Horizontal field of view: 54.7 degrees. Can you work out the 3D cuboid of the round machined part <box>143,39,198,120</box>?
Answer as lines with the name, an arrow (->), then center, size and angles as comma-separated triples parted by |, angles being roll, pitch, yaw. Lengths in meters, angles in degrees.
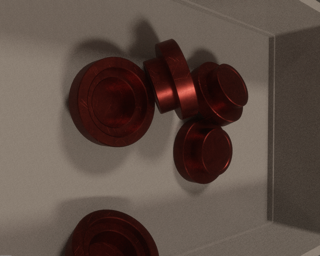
round machined part -> 0.010, -0.055, 0.381 | 0.042, 0.098, 0.097 | -20, 105, -3

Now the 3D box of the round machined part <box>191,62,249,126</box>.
round machined part -> 0.092, -0.055, 0.454 | 0.099, 0.042, 0.098 | 21, 56, -34

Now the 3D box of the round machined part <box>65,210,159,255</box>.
round machined part -> -0.053, 0.140, 0.330 | 0.099, 0.098, 0.042 | 8, 127, -40

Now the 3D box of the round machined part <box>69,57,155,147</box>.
round machined part -> -0.057, -0.028, 0.350 | 0.099, 0.042, 0.097 | 0, 90, -40

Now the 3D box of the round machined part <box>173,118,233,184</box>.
round machined part -> 0.070, 0.034, 0.457 | 0.099, 0.042, 0.097 | 0, 90, -40
